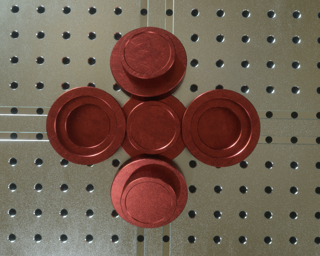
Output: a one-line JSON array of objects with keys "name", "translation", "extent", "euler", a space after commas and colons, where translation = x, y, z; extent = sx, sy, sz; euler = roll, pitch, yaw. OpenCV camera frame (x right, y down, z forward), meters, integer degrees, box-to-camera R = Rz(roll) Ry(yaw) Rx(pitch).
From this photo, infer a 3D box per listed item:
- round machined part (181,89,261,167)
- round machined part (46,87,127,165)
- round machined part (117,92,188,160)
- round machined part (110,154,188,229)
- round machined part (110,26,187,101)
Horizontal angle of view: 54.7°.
[{"name": "round machined part", "translation": [0.076, 0.000, 0.405], "extent": [0.099, 0.042, 0.097], "euler": [0, 90, -1]}, {"name": "round machined part", "translation": [-0.092, -0.003, 0.403], "extent": [0.099, 0.042, 0.097], "euler": [0, 90, -1]}, {"name": "round machined part", "translation": [-0.008, -0.001, 0.404], "extent": [0.099, 0.042, 0.097], "euler": [0, 90, -1]}, {"name": "round machined part", "translation": [-0.014, 0.085, 0.393], "extent": [0.099, 0.042, 0.097], "euler": [0, 105, 0]}, {"name": "round machined part", "translation": [-0.015, -0.086, 0.393], "extent": [0.099, 0.042, 0.098], "euler": [0, 76, 1]}]
